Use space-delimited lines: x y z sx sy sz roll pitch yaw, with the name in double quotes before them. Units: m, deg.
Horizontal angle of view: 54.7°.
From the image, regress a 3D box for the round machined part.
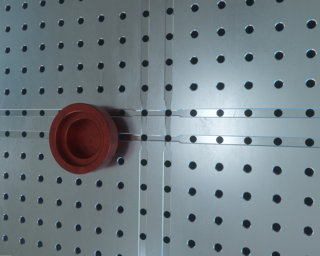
"round machined part" -0.103 0.015 0.439 0.098 0.042 0.097 0 90 19
